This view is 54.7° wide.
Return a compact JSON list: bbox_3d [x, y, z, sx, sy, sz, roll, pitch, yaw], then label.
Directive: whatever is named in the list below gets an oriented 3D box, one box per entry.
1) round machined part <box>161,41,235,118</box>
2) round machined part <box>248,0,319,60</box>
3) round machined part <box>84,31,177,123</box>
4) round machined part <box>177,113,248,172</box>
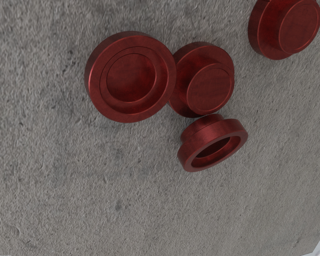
[{"bbox_3d":[0.054,-0.055,0.391,0.099,0.042,0.097,-14,124,-21],"label":"round machined part"},{"bbox_3d":[0.168,-0.135,0.403,0.099,0.042,0.097,-14,124,-21],"label":"round machined part"},{"bbox_3d":[-0.034,-0.058,0.341,0.099,0.042,0.097,-14,124,-21],"label":"round machined part"},{"bbox_3d":[0.067,0.017,0.427,0.099,0.042,0.098,-22,152,-12],"label":"round machined part"}]
